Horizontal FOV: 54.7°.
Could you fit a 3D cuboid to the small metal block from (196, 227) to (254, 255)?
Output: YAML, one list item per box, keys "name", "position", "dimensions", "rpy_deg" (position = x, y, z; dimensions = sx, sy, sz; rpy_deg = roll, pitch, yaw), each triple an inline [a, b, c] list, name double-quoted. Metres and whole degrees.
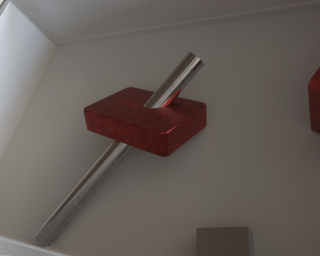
- name: "small metal block"
  position: [0.063, 0.123, 0.297]
  dimensions: [0.050, 0.025, 0.050]
  rpy_deg: [-9, 58, 23]

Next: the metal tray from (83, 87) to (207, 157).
- name: "metal tray"
  position: [-0.019, -0.014, 0.389]
  dimensions: [0.130, 0.030, 0.091]
  rpy_deg: [17, 34, 34]

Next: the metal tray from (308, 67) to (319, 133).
- name: "metal tray"
  position: [0.194, -0.060, 0.299]
  dimensions: [0.030, 0.090, 0.130]
  rpy_deg: [33, 80, 38]

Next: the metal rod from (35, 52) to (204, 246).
- name: "metal rod"
  position: [-0.052, 0.028, 0.390]
  dimensions: [0.300, 0.025, 0.025]
  rpy_deg: [-49, 51, 2]
